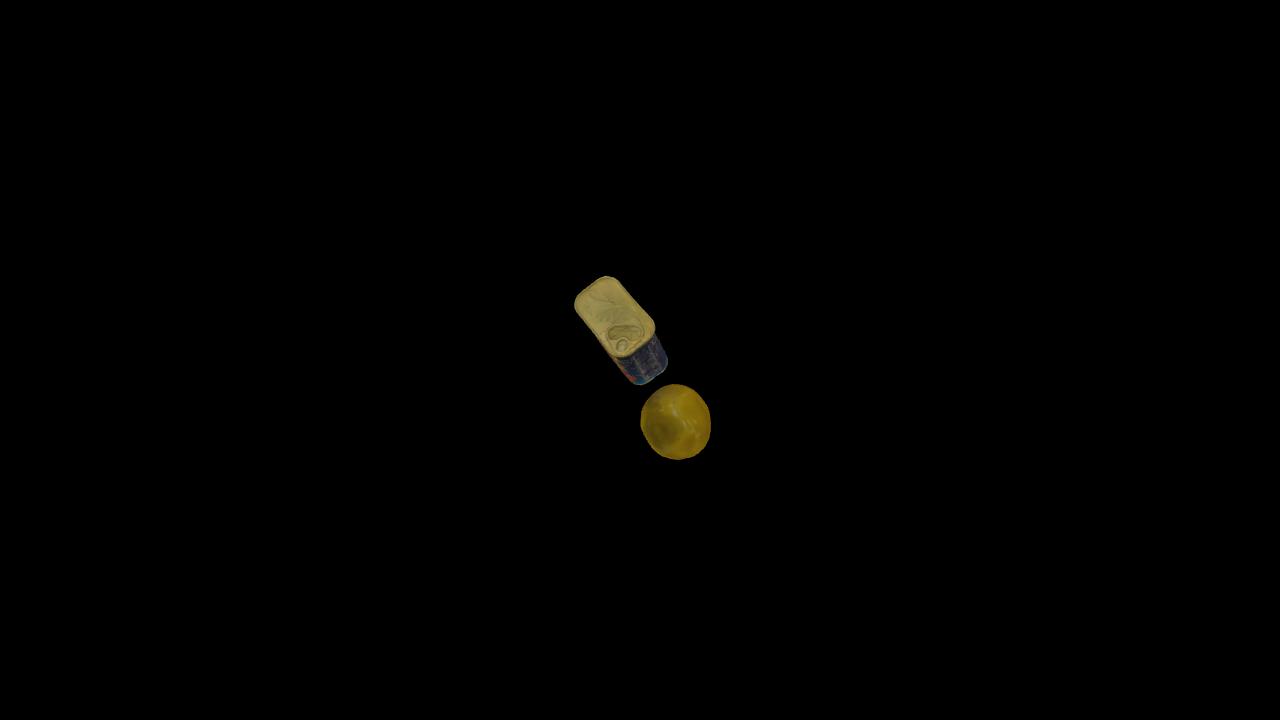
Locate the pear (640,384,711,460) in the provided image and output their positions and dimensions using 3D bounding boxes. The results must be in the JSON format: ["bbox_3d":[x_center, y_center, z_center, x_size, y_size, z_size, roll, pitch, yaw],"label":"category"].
[{"bbox_3d":[0.050,0.060,0.676,0.080,0.080,0.111,0,15,27],"label":"pear"}]

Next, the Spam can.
[{"bbox_3d":[-0.018,-0.030,0.687,0.058,0.101,0.085,-37,-28,-3],"label":"Spam can"}]
